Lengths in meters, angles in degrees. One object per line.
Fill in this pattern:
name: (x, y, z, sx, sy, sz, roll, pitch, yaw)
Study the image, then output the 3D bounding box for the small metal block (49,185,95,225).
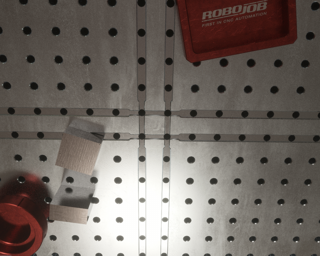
small metal block: (-0.123, 0.107, 0.438, 0.050, 0.050, 0.025, 9, 110, -4)

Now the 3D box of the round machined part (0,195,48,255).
round machined part: (-0.214, 0.139, 0.453, 0.099, 0.042, 0.097, 0, 110, -1)

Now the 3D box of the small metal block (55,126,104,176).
small metal block: (-0.109, 0.031, 0.423, 0.050, 0.025, 0.050, 18, 109, -7)

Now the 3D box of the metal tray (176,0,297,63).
metal tray: (0.088, -0.134, 0.362, 0.131, 0.030, 0.089, -10, 110, 3)
